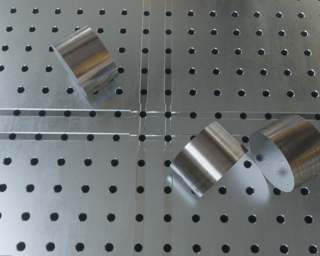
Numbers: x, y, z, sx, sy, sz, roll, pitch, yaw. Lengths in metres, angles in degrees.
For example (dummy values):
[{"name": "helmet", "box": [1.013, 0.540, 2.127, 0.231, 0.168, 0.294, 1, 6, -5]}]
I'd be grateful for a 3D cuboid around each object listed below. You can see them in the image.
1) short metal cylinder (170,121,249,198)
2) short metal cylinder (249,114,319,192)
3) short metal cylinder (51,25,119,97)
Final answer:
[{"name": "short metal cylinder", "box": [0.058, 0.037, 0.370, 0.080, 0.080, 0.050, -41, 75, -14]}, {"name": "short metal cylinder", "box": [0.153, 0.030, 0.374, 0.050, 0.080, 0.080, -27, 73, -9]}, {"name": "short metal cylinder", "box": [-0.099, -0.088, 0.414, 0.050, 0.080, 0.080, -35, 74, -12]}]
